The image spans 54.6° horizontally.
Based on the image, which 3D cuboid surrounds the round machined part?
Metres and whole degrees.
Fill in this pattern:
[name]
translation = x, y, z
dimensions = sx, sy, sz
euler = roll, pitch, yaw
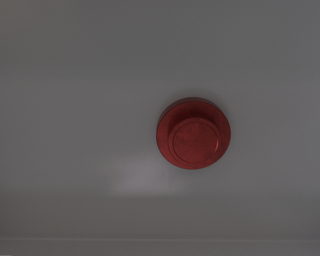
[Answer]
[round machined part]
translation = 0.044, 0.012, 0.407
dimensions = 0.099, 0.042, 0.097
euler = 0, 110, 0
